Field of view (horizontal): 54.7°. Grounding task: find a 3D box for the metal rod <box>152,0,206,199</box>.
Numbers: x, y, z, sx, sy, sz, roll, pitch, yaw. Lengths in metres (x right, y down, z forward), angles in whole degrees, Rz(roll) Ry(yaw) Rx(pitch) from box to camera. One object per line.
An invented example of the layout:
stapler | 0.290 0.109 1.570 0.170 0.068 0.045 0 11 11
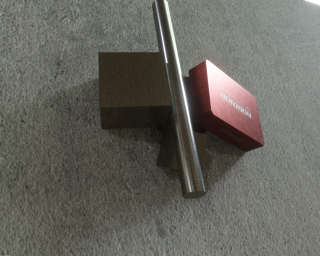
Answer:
metal rod | 0.018 -0.058 0.397 0.025 0.025 0.299 8 56 -24

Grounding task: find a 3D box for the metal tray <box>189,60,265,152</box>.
metal tray | 0.097 -0.028 0.442 0.131 0.030 0.090 26 51 -38

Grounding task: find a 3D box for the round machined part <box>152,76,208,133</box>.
round machined part | 0.034 -0.033 0.432 0.099 0.042 0.098 14 56 -21

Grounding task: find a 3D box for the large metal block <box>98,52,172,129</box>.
large metal block | -0.034 -0.047 0.386 0.081 0.050 0.080 -2 61 -9

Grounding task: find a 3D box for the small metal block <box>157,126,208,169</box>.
small metal block | 0.028 0.028 0.390 0.050 0.025 0.050 14 81 -20
